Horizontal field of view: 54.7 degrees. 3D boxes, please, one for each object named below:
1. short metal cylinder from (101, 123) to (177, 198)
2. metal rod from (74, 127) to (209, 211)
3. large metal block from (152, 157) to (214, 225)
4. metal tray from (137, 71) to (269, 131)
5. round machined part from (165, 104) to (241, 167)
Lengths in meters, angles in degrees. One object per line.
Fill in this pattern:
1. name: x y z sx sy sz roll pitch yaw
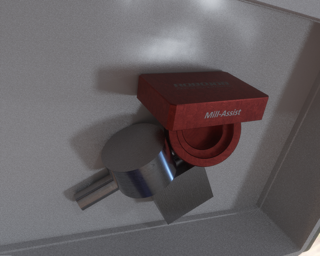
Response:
1. short metal cylinder: -0.025 0.039 0.383 0.080 0.080 0.050 -30 129 -10
2. metal rod: 0.022 0.027 0.437 0.302 0.025 0.025 -29 129 -10
3. large metal block: 0.024 0.082 0.454 0.080 0.050 0.080 -29 129 -10
4. metal tray: 0.049 -0.037 0.369 0.131 0.090 0.030 -7 122 -26
5. round machined part: 0.053 0.000 0.408 0.099 0.042 0.097 -1 93 -14
